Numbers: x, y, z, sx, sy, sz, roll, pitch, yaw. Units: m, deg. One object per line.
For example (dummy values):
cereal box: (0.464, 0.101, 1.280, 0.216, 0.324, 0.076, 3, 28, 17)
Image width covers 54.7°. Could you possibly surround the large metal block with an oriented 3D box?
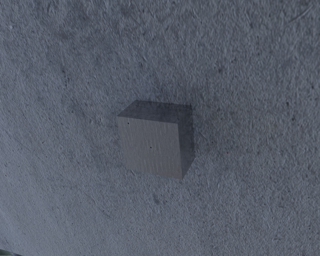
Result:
large metal block: (-0.002, 0.013, 0.400, 0.080, 0.050, 0.079, 8, 122, 24)
